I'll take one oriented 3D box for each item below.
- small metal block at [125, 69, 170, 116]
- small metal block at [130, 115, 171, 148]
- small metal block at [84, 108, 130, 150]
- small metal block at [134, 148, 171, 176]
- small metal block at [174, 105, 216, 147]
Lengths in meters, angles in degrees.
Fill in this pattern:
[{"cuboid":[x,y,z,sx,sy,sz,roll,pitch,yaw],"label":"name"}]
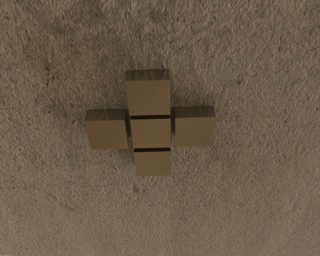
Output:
[{"cuboid":[-0.013,-0.043,0.372,0.050,0.025,0.050,-1,130,0],"label":"small metal block"},{"cuboid":[-0.011,0.000,0.409,0.050,0.025,0.050,-1,130,0],"label":"small metal block"},{"cuboid":[-0.068,0.002,0.409,0.050,0.025,0.050,-1,130,0],"label":"small metal block"},{"cuboid":[-0.010,0.043,0.446,0.050,0.025,0.050,-2,130,1],"label":"small metal block"},{"cuboid":[0.045,-0.002,0.408,0.050,0.025,0.050,-1,130,0],"label":"small metal block"}]
